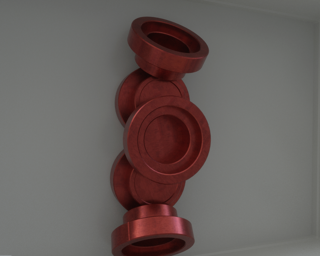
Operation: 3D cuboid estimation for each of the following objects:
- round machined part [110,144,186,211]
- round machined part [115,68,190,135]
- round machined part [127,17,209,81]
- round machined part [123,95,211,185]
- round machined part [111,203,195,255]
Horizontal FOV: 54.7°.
[{"bbox_3d":[-0.011,0.065,0.396,0.099,0.042,0.097,0,90,-21],"label":"round machined part"},{"bbox_3d":[-0.005,-0.032,0.398,0.099,0.042,0.097,0,90,-21],"label":"round machined part"},{"bbox_3d":[0.007,-0.095,0.384,0.099,0.098,0.042,8,130,-20],"label":"round machined part"},{"bbox_3d":[0.005,0.013,0.357,0.099,0.042,0.097,0,90,-21],"label":"round machined part"},{"bbox_3d":[-0.010,0.126,0.378,0.099,0.097,0.042,7,50,-20],"label":"round machined part"}]
